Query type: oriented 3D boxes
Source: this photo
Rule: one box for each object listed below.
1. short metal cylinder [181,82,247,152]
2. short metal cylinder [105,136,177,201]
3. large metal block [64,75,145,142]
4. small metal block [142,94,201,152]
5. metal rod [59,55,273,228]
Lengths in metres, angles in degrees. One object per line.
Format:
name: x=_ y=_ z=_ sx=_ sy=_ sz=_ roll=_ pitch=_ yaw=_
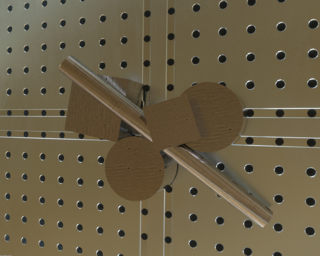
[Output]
short metal cylinder: x=0.061 y=-0.012 z=0.374 sx=0.080 sy=0.050 sz=0.079 roll=0 pitch=90 yaw=20
short metal cylinder: x=-0.024 y=0.050 z=0.404 sx=0.080 sy=0.050 sz=0.079 roll=0 pitch=90 yaw=20
large metal block: x=-0.074 y=-0.029 z=0.419 sx=0.080 sy=0.050 sz=0.079 roll=12 pitch=94 yaw=19
small metal block: x=0.013 y=-0.004 z=0.343 sx=0.050 sy=0.025 sz=0.050 roll=-17 pitch=84 yaw=1
metal rod: x=0.006 y=0.015 z=0.369 sx=0.300 sy=0.025 sz=0.025 roll=38 pitch=103 yaw=1
